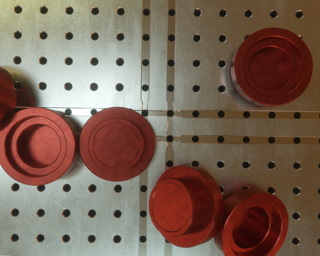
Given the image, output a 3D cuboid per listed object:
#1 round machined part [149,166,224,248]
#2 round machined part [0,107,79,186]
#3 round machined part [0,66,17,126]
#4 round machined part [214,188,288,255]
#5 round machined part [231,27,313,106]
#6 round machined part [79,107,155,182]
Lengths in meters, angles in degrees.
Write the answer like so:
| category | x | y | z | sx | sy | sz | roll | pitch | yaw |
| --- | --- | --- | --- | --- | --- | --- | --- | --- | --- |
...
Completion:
| category | x | y | z | sx | sy | sz | roll | pitch | yaw |
| --- | --- | --- | --- | --- | --- | --- | --- | --- | --- |
| round machined part | 0.025 | 0.095 | 0.378 | 0.098 | 0.042 | 0.098 | -8 | 78 | 41 |
| round machined part | -0.154 | 0.023 | 0.404 | 0.099 | 0.042 | 0.097 | 0 | 90 | 0 |
| round machined part | -0.223 | -0.034 | 0.390 | 0.098 | 0.042 | 0.098 | -8 | 67 | 19 |
| round machined part | 0.110 | 0.122 | 0.394 | 0.099 | 0.042 | 0.097 | -4 | 101 | -21 |
| round machined part | 0.142 | -0.077 | 0.406 | 0.099 | 0.042 | 0.097 | 0 | 90 | 0 |
| round machined part | -0.055 | 0.021 | 0.401 | 0.099 | 0.042 | 0.097 | 0 | 90 | -5 |
